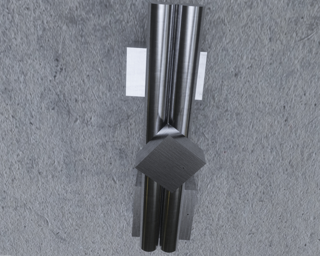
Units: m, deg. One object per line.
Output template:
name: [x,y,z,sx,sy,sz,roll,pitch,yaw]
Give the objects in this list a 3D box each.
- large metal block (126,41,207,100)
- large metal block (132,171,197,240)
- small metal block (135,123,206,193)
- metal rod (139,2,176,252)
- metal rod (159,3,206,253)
large metal block: [0.006,-0.069,0.357,0.081,0.080,0.050,3,110,-1]
large metal block: [0.005,0.106,0.436,0.081,0.050,0.079,5,110,-2]
small metal block: [0.010,0.032,0.319,0.050,0.025,0.050,38,111,-19]
metal rod: [-0.006,0.022,0.341,0.025,0.025,0.298,3,117,-1]
metal rod: [0.020,0.023,0.342,0.025,0.025,0.298,3,117,-1]
